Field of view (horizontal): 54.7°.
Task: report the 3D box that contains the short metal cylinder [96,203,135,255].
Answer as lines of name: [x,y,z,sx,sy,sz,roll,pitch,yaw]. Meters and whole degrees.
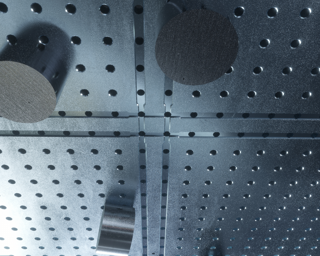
short metal cylinder: [-0.075,0.170,0.520,0.050,0.080,0.079,11,129,-10]

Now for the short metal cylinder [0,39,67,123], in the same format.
short metal cylinder: [-0.152,-0.052,0.349,0.081,0.050,0.079,0,130,0]

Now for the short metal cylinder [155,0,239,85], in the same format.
short metal cylinder: [0.035,-0.091,0.318,0.081,0.050,0.079,0,130,0]
